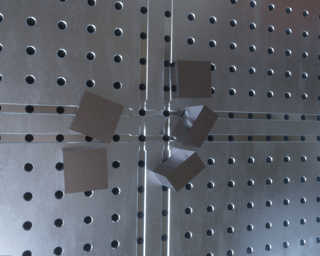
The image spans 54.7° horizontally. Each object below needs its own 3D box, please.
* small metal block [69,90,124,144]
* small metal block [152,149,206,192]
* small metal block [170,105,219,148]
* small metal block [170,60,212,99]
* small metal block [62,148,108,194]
[{"bbox_3d":[-0.079,-0.013,0.384,0.050,0.025,0.050,22,83,-19],"label":"small metal block"},{"bbox_3d":[0.024,0.055,0.410,0.050,0.050,0.025,-39,103,-16],"label":"small metal block"},{"bbox_3d":[0.045,-0.002,0.417,0.025,0.050,0.050,35,79,-17],"label":"small metal block"},{"bbox_3d":[0.043,-0.066,0.430,0.050,0.025,0.050,-3,91,-20],"label":"small metal block"},{"bbox_3d":[-0.092,0.050,0.379,0.050,0.025,0.050,-3,91,-20],"label":"small metal block"}]
